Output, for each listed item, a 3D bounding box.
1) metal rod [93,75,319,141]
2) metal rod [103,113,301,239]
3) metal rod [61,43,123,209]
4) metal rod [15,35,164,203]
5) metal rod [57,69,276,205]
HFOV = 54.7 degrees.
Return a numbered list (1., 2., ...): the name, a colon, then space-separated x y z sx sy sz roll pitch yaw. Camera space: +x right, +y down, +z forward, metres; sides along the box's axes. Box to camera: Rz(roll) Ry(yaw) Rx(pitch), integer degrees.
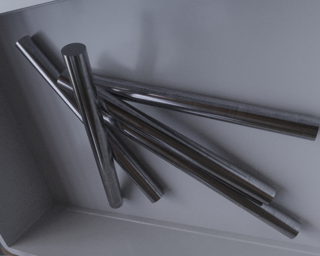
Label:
1. metal rod: 0.027 -0.031 0.375 0.301 0.025 0.025 14 124 20
2. metal rod: 0.047 0.054 0.417 0.301 0.025 0.025 31 129 7
3. metal rod: -0.081 0.024 0.419 0.025 0.025 0.298 17 140 18
4. metal rod: -0.098 -0.008 0.455 0.025 0.025 0.300 -33 100 38
5. metal rod: 0.008 0.011 0.391 0.301 0.025 0.025 30 129 1
